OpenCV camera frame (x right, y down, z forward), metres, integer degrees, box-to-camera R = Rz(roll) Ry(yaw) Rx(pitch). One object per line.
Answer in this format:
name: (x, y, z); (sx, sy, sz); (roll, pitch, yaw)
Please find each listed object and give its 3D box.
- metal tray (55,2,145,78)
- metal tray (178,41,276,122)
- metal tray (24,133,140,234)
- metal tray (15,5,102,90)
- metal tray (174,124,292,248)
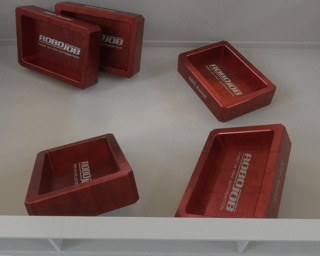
metal tray: (-0.093, -0.135, 0.472); (0.131, 0.089, 0.030); (14, 28, 11)
metal tray: (0.095, -0.075, 0.464); (0.091, 0.030, 0.130); (-21, 53, -17)
metal tray: (-0.080, 0.047, 0.318); (0.091, 0.030, 0.130); (-15, 18, -13)
metal tray: (-0.152, -0.120, 0.459); (0.130, 0.089, 0.030); (22, 31, 17)
metal tray: (0.081, 0.054, 0.329); (0.090, 0.030, 0.130); (-5, 41, 38)
